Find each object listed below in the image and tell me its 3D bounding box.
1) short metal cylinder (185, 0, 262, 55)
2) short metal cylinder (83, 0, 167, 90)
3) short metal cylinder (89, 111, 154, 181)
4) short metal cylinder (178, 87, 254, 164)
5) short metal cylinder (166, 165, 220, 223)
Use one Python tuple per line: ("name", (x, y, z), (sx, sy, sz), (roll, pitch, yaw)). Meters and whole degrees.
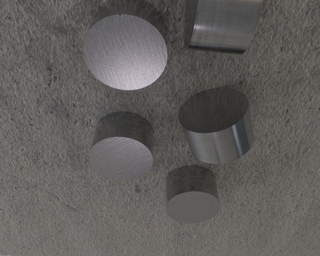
("short metal cylinder", (0.053, -0.109, 0.279), (0.050, 0.080, 0.079), (4, 130, -4))
("short metal cylinder", (-0.033, -0.086, 0.317), (0.081, 0.050, 0.079), (0, 130, 0))
("short metal cylinder", (-0.049, 0.025, 0.411), (0.081, 0.050, 0.079), (0, 130, 0))
("short metal cylinder", (0.068, -0.004, 0.368), (0.080, 0.080, 0.050), (-14, 129, 11))
("short metal cylinder", (0.049, 0.103, 0.479), (0.081, 0.050, 0.079), (0, 130, 0))
